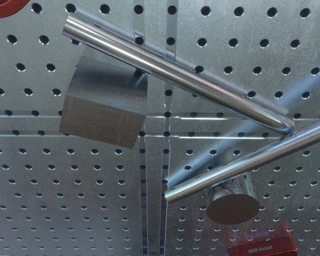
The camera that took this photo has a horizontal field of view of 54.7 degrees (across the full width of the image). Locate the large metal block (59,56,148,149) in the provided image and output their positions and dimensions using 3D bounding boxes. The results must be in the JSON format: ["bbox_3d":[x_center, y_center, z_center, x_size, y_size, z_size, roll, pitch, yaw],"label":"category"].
[{"bbox_3d":[-0.060,-0.030,0.349,0.081,0.080,0.050,14,129,-12],"label":"large metal block"}]

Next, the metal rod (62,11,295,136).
[{"bbox_3d":[0.037,-0.055,0.365,0.302,0.025,0.025,22,127,-18],"label":"metal rod"}]

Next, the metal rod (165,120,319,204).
[{"bbox_3d":[0.126,0.047,0.432,0.299,0.025,0.025,-31,124,31],"label":"metal rod"}]

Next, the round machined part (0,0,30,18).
[{"bbox_3d":[-0.154,-0.151,0.270,0.099,0.042,0.097,-1,130,0],"label":"round machined part"}]

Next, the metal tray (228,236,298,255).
[{"bbox_3d":[0.218,0.273,0.645,0.130,0.030,0.090,-17,128,14],"label":"metal tray"}]

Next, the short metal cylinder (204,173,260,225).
[{"bbox_3d":[0.111,0.109,0.490,0.081,0.050,0.079,-1,130,0],"label":"short metal cylinder"}]
